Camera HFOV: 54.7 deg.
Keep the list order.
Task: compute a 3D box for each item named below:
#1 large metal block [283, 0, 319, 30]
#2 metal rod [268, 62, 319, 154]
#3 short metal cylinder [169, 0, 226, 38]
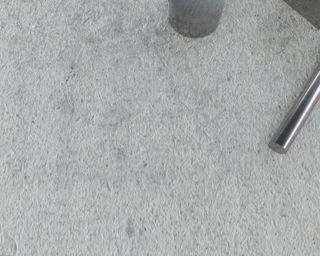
[{"bbox_3d":[0.240,-0.208,0.457,0.050,0.080,0.080,-38,75,-13],"label":"large metal block"},{"bbox_3d":[0.240,-0.088,0.442,0.025,0.025,0.300,34,73,11],"label":"metal rod"},{"bbox_3d":[0.054,-0.182,0.462,0.081,0.050,0.080,0,70,0],"label":"short metal cylinder"}]
